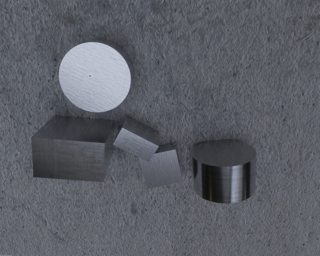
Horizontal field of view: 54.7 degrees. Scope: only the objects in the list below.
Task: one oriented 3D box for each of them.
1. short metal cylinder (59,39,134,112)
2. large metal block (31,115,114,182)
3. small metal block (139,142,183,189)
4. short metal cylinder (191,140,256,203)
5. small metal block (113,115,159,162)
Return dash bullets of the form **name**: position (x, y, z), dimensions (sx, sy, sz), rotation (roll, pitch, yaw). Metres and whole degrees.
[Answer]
- **short metal cylinder**: position (-0.073, -0.064, 0.372), dimensions (0.081, 0.050, 0.079), rotation (0, 110, -1)
- **large metal block**: position (-0.104, 0.023, 0.387), dimensions (0.081, 0.080, 0.050), rotation (5, 110, -2)
- **small metal block**: position (0.001, 0.052, 0.429), dimensions (0.050, 0.025, 0.050), rotation (-12, 110, 4)
- **short metal cylinder**: position (0.082, 0.054, 0.402), dimensions (0.081, 0.080, 0.050), rotation (-5, 110, 1)
- **small metal block**: position (-0.029, 0.012, 0.401), dimensions (0.050, 0.050, 0.025), rotation (28, 108, -10)
